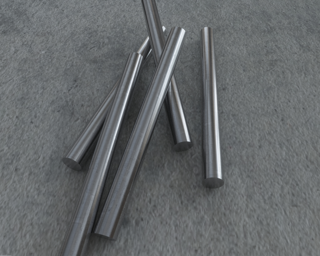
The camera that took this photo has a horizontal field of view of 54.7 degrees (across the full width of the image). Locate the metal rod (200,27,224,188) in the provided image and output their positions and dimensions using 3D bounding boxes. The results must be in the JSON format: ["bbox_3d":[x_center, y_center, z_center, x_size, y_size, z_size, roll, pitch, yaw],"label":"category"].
[{"bbox_3d":[0.071,-0.052,0.447,0.025,0.025,0.300,4,50,2],"label":"metal rod"}]

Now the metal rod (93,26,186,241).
[{"bbox_3d":[-0.015,-0.015,0.383,0.025,0.025,0.300,13,61,10],"label":"metal rod"}]

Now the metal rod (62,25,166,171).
[{"bbox_3d":[-0.052,-0.065,0.456,0.025,0.025,0.301,16,52,12],"label":"metal rod"}]

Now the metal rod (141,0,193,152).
[{"bbox_3d":[0.004,-0.100,0.465,0.025,0.025,0.299,-7,57,-6],"label":"metal rod"}]

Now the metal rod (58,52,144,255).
[{"bbox_3d":[-0.062,0.020,0.369,0.025,0.025,0.300,8,55,6],"label":"metal rod"}]
